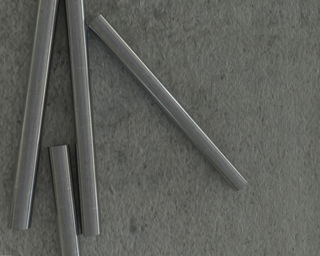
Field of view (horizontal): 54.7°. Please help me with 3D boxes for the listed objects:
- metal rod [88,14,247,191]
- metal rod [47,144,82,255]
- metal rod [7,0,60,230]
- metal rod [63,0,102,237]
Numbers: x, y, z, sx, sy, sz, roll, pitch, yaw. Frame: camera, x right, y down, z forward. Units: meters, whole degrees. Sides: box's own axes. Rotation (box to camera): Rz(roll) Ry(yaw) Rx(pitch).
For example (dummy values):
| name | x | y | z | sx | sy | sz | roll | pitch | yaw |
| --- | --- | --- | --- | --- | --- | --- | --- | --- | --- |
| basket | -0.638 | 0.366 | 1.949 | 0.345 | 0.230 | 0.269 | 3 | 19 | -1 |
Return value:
| name | x | y | z | sx | sy | sz | roll | pitch | yaw |
| --- | --- | --- | --- | --- | --- | --- | --- | --- | --- |
| metal rod | 0.019 | -0.024 | 0.416 | 0.025 | 0.025 | 0.300 | -46 | 105 | -14 |
| metal rod | -0.105 | 0.169 | 0.371 | 0.025 | 0.025 | 0.298 | -7 | 92 | -20 |
| metal rod | -0.142 | -0.037 | 0.356 | 0.025 | 0.025 | 0.298 | 7 | 88 | -20 |
| metal rod | -0.094 | -0.021 | 0.374 | 0.025 | 0.025 | 0.298 | -4 | 92 | -20 |
